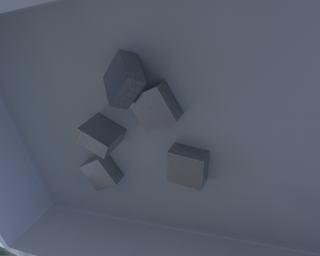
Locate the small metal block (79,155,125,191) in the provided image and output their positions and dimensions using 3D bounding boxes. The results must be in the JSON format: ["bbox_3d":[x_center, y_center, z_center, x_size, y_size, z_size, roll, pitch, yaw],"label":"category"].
[{"bbox_3d":[-0.095,0.071,0.502,0.050,0.025,0.050,-24,106,36],"label":"small metal block"}]

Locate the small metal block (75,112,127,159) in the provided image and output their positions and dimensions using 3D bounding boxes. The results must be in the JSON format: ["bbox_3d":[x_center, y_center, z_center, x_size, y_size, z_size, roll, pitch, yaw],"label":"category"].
[{"bbox_3d":[-0.084,0.010,0.443,0.050,0.050,0.025,31,128,8],"label":"small metal block"}]

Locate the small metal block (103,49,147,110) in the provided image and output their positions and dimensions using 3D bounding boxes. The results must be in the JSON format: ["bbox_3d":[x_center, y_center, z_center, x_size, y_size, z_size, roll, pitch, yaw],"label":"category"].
[{"bbox_3d":[-0.045,-0.059,0.378,0.050,0.025,0.050,-50,45,39],"label":"small metal block"}]

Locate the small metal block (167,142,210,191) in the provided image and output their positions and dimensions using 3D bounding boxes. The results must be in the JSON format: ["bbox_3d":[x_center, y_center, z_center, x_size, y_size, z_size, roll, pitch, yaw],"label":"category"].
[{"bbox_3d":[0.038,0.052,0.421,0.050,0.025,0.050,13,124,21],"label":"small metal block"}]

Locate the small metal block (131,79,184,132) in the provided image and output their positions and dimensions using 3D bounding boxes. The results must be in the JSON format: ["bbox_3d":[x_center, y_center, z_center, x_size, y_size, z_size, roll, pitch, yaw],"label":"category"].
[{"bbox_3d":[-0.006,-0.028,0.395,0.050,0.025,0.050,-19,108,35],"label":"small metal block"}]
